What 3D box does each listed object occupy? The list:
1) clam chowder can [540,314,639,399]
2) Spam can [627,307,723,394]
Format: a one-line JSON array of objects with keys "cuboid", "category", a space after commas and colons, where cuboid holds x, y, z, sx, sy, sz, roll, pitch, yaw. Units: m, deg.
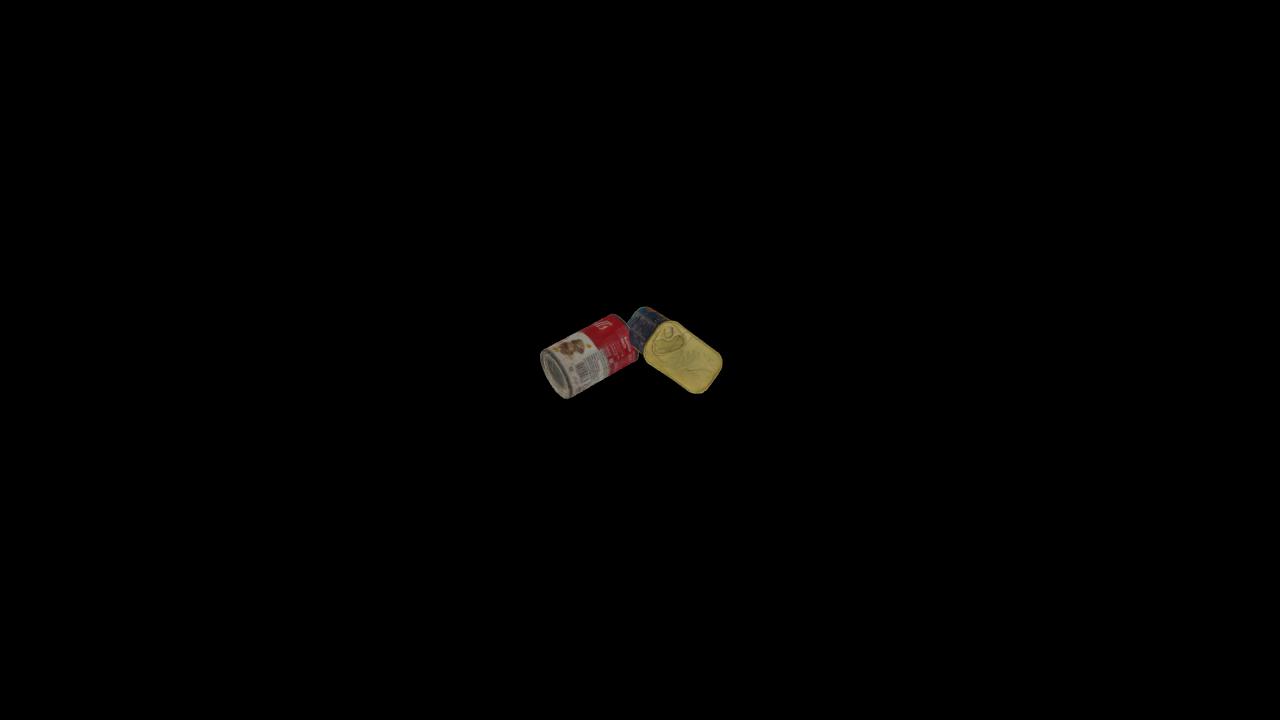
[{"cuboid": [-0.061, -0.004, 0.745, 0.102, 0.068, 0.068, -31, 14, -25], "category": "clam chowder can"}, {"cuboid": [0.036, -0.014, 0.739, 0.101, 0.058, 0.085, 35, 2, -26], "category": "Spam can"}]
